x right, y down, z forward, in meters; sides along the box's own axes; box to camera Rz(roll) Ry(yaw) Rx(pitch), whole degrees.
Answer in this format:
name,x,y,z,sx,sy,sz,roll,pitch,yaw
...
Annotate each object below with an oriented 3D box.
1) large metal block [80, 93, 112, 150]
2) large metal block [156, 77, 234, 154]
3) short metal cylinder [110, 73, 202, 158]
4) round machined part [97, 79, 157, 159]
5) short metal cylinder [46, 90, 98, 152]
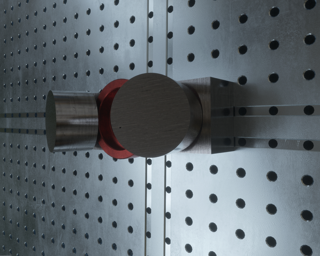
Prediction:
name,x,y,z,sx,sy,sz,roll,pitch,yaw
large metal block,-0.077,-0.010,0.457,0.080,0.050,0.080,1,91,40
large metal block,0.037,-0.013,0.362,0.080,0.050,0.080,-1,90,40
short metal cylinder,-0.002,-0.012,0.313,0.080,0.050,0.080,0,90,20
round machined part,-0.036,-0.011,0.390,0.098,0.042,0.097,0,90,40
short metal cylinder,-0.118,-0.009,0.409,0.080,0.050,0.079,4,94,61
